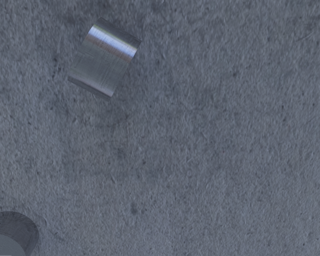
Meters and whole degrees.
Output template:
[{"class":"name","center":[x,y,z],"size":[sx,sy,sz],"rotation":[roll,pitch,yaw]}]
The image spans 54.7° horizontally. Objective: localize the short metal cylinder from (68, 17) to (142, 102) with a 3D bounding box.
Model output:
[{"class":"short metal cylinder","center":[-0.062,-0.076,0.352],"size":[0.050,0.080,0.080],"rotation":[28,107,-10]}]

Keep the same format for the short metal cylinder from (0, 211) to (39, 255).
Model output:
[{"class":"short metal cylinder","center":[-0.228,0.171,0.456],"size":[0.081,0.050,0.079],"rotation":[0,110,-1]}]
